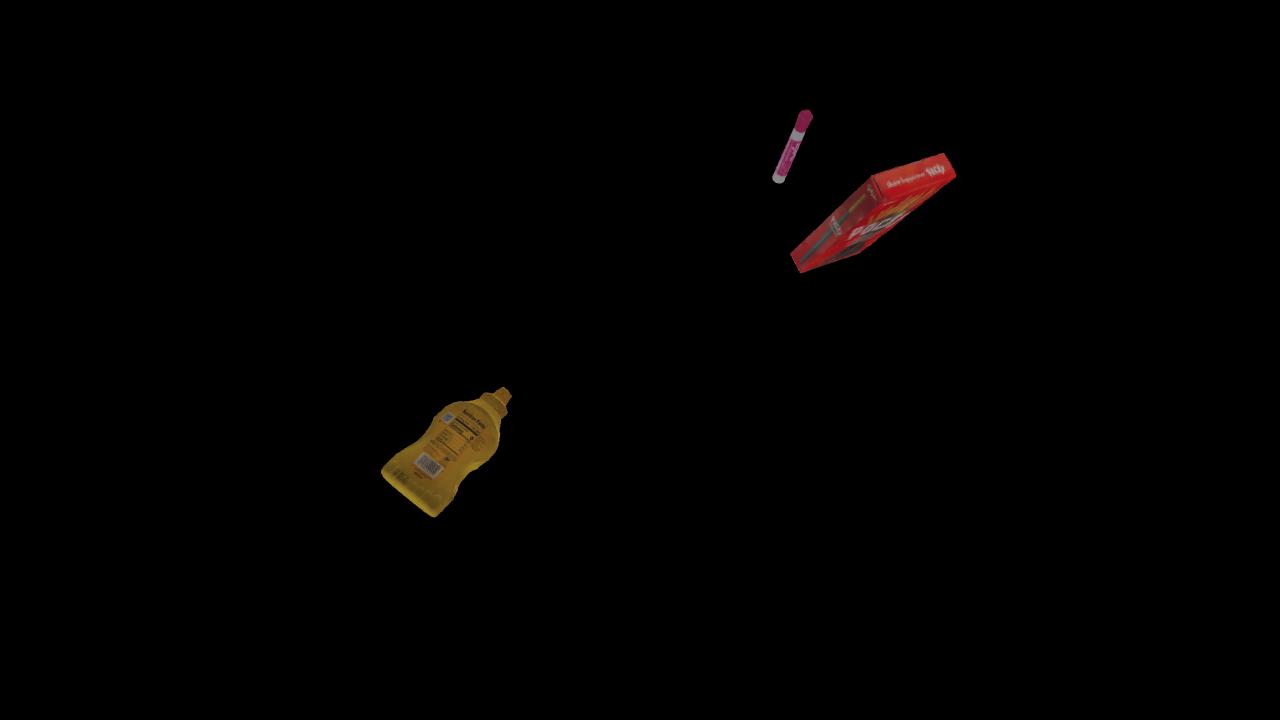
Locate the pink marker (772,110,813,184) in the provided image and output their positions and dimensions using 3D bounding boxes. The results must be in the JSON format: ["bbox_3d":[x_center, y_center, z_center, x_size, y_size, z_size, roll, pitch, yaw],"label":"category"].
[{"bbox_3d":[0.210,-0.293,0.848,0.020,0.020,0.121,0,-28,-8],"label":"pink marker"}]

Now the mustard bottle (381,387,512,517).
[{"bbox_3d":[-0.232,0.104,0.791,0.092,0.184,0.054,34,-29,12],"label":"mustard bottle"}]

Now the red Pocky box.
[{"bbox_3d":[0.213,-0.133,0.583,0.083,0.028,0.155,-19,-10,-17],"label":"red Pocky box"}]
